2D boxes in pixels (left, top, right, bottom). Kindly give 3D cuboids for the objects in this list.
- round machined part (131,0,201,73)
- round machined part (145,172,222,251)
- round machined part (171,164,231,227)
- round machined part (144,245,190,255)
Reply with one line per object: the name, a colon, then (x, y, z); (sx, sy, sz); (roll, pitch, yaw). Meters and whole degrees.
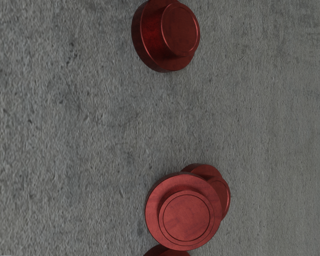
round machined part: (0.015, -0.124, 0.406); (0.099, 0.042, 0.097); (0, 90, -40)
round machined part: (0.030, 0.106, 0.388); (0.099, 0.042, 0.097); (0, 91, -5)
round machined part: (0.065, 0.102, 0.448); (0.099, 0.042, 0.097); (0, 90, -40)
round machined part: (0.013, 0.206, 0.405); (0.099, 0.042, 0.097); (0, 90, -40)
